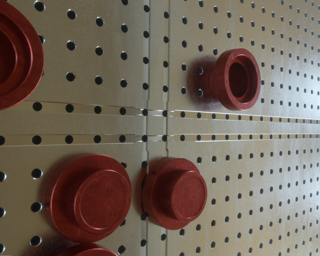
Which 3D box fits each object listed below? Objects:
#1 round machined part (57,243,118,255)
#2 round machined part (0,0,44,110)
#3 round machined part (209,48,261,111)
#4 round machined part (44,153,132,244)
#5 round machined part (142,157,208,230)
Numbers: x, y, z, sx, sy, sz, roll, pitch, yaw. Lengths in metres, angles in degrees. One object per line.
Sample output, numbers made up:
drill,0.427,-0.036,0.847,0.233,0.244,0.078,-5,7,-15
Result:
round machined part,-0.087,0.171,0.327,0.099,0.042,0.097,-1,91,-40
round machined part,-0.157,-0.062,0.267,0.099,0.042,0.097,0,90,-40
round machined part,0.117,-0.076,0.499,0.099,0.042,0.097,0,90,-40
round machined part,-0.071,0.078,0.340,0.099,0.042,0.097,0,90,-40
round machined part,0.027,0.090,0.423,0.099,0.042,0.097,0,90,-40
